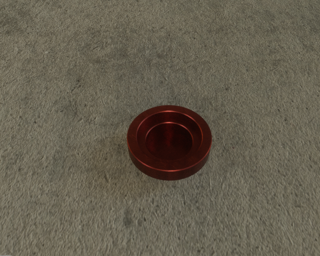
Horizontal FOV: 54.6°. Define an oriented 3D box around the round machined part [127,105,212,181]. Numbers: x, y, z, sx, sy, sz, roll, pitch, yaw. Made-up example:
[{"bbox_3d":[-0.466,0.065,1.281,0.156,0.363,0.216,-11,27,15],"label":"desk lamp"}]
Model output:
[{"bbox_3d":[0.011,0.021,0.375,0.099,0.042,0.098,0,50,0],"label":"round machined part"}]
